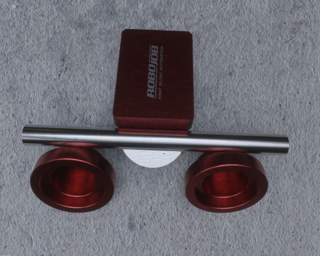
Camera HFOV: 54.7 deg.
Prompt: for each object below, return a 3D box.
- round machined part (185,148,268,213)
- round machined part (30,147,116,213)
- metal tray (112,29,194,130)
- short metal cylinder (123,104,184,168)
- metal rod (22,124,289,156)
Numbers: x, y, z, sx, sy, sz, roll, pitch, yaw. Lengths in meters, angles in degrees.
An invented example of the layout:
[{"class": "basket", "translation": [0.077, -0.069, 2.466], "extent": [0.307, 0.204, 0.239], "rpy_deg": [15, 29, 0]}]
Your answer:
[{"class": "round machined part", "translation": [0.080, 0.061, 0.386], "extent": [0.099, 0.042, 0.097], "rpy_deg": [0, 133, 0]}, {"class": "round machined part", "translation": [-0.104, 0.059, 0.385], "extent": [0.099, 0.042, 0.097], "rpy_deg": [-1, 129, -1]}, {"class": "metal tray", "translation": [-0.006, -0.062, 0.381], "extent": [0.091, 0.030, 0.130], "rpy_deg": [2, 64, -1]}, {"class": "short metal cylinder", "translation": [-0.009, 0.008, 0.399], "extent": [0.081, 0.050, 0.079], "rpy_deg": [0, 90, -1]}, {"class": "metal rod", "translation": [-0.004, 0.014, 0.362], "extent": [0.302, 0.025, 0.025], "rpy_deg": [2, 90, -1]}]
